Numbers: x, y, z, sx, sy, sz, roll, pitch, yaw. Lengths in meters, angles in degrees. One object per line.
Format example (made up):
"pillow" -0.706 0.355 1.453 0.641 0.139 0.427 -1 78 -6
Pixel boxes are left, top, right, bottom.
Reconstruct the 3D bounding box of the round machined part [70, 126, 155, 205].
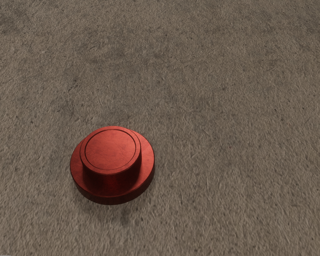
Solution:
"round machined part" -0.055 0.036 0.361 0.099 0.042 0.098 0 50 0
